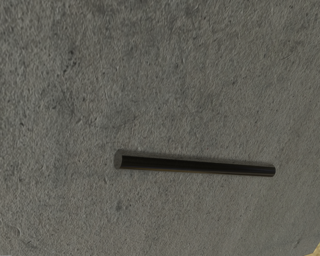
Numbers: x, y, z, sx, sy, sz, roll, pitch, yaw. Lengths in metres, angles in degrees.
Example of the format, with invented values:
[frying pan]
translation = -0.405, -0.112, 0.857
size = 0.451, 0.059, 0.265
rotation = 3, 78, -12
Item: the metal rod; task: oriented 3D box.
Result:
[metal rod]
translation = 0.072, 0.059, 0.481
size = 0.302, 0.025, 0.025
rotation = 8, 114, -32
